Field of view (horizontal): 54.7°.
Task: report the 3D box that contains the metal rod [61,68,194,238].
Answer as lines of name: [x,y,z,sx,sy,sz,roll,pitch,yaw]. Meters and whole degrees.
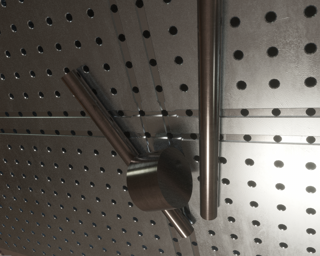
metal rod: [-0.042,0.044,0.458,0.025,0.025,0.299,-27,104,37]

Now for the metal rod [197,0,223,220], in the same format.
metal rod: [0.060,-0.004,0.376,0.025,0.025,0.298,9,123,23]

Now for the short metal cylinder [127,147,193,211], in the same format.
short metal cylinder: [0.001,0.070,0.417,0.050,0.080,0.080,-17,110,34]
